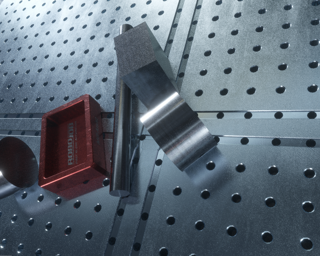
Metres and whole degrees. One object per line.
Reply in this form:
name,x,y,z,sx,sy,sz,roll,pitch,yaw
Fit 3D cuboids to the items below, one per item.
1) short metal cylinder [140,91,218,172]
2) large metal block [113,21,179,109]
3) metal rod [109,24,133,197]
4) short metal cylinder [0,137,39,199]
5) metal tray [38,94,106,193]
short metal cylinder,0.021,0.004,0.359,0.050,0.080,0.080,-38,51,2
large metal block,-0.018,-0.085,0.433,0.050,0.080,0.080,-24,53,13
metal rod,-0.054,-0.046,0.462,0.025,0.025,0.299,-15,56,20
short metal cylinder,-0.227,0.059,0.453,0.050,0.080,0.080,-24,53,13
metal tray,-0.131,0.020,0.459,0.090,0.030,0.130,-23,53,14
